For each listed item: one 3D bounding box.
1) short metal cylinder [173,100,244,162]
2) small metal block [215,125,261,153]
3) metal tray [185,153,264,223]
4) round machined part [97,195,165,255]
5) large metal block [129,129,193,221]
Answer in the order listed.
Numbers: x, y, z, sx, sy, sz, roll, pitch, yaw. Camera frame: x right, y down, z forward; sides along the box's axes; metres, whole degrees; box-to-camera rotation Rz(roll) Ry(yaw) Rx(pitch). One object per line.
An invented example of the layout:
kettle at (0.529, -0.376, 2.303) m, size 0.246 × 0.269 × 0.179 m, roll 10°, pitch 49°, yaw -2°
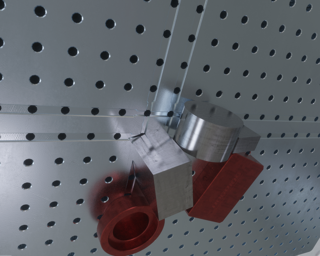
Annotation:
short metal cylinder at (0.063, 0.003, 0.411) m, size 0.081 × 0.080 × 0.050 m, roll 3°, pitch 117°, yaw -30°
small metal block at (0.110, 0.012, 0.458) m, size 0.050 × 0.050 × 0.025 m, roll -2°, pitch 120°, yaw -38°
metal tray at (0.106, 0.097, 0.526) m, size 0.090 × 0.030 × 0.129 m, roll 24°, pitch 105°, yaw -37°
round machined part at (-0.046, 0.139, 0.461) m, size 0.099 × 0.042 × 0.097 m, roll -14°, pitch 124°, yaw -21°
large metal block at (0.002, 0.060, 0.413) m, size 0.050 × 0.080 × 0.079 m, roll -18°, pitch 126°, yaw -18°
